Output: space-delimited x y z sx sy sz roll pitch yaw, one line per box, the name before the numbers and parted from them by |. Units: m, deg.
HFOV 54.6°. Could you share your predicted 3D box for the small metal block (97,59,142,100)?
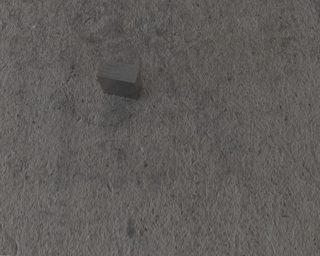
small metal block | -0.053 -0.064 0.418 0.050 0.050 0.025 12 71 4
